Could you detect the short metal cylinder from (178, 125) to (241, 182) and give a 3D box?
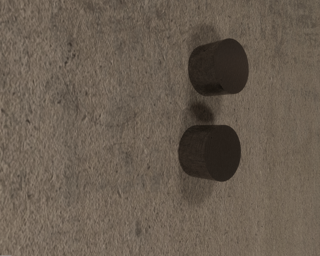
[{"bbox_3d":[0.073,0.035,0.453,0.081,0.050,0.079,0,90,-40],"label":"short metal cylinder"}]

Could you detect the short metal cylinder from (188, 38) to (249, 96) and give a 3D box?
[{"bbox_3d":[0.089,-0.089,0.465,0.081,0.050,0.079,0,90,-40],"label":"short metal cylinder"}]
